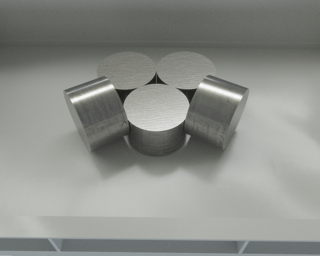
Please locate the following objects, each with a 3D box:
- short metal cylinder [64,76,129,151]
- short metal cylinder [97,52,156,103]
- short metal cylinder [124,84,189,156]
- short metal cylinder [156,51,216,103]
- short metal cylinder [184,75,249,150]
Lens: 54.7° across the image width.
[{"bbox_3d":[-0.079,-0.018,0.382,0.050,0.080,0.080,-24,54,-19],"label":"short metal cylinder"},{"bbox_3d":[-0.045,-0.064,0.440,0.080,0.050,0.080,0,50,0],"label":"short metal cylinder"},{"bbox_3d":[-0.004,-0.011,0.396,0.080,0.050,0.080,0,50,0],"label":"short metal cylinder"},{"bbox_3d":[0.035,-0.064,0.441,0.080,0.050,0.080,0,50,0],"label":"short metal cylinder"},{"bbox_3d":[0.071,-0.020,0.384,0.050,0.080,0.080,23,54,18],"label":"short metal cylinder"}]
